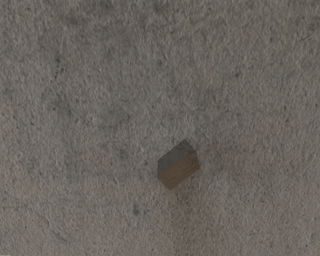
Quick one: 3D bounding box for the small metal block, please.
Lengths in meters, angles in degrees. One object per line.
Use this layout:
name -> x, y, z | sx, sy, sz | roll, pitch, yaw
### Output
small metal block -> 0.024, 0.048, 0.414 | 0.050, 0.050, 0.025 | -39, 106, 13
